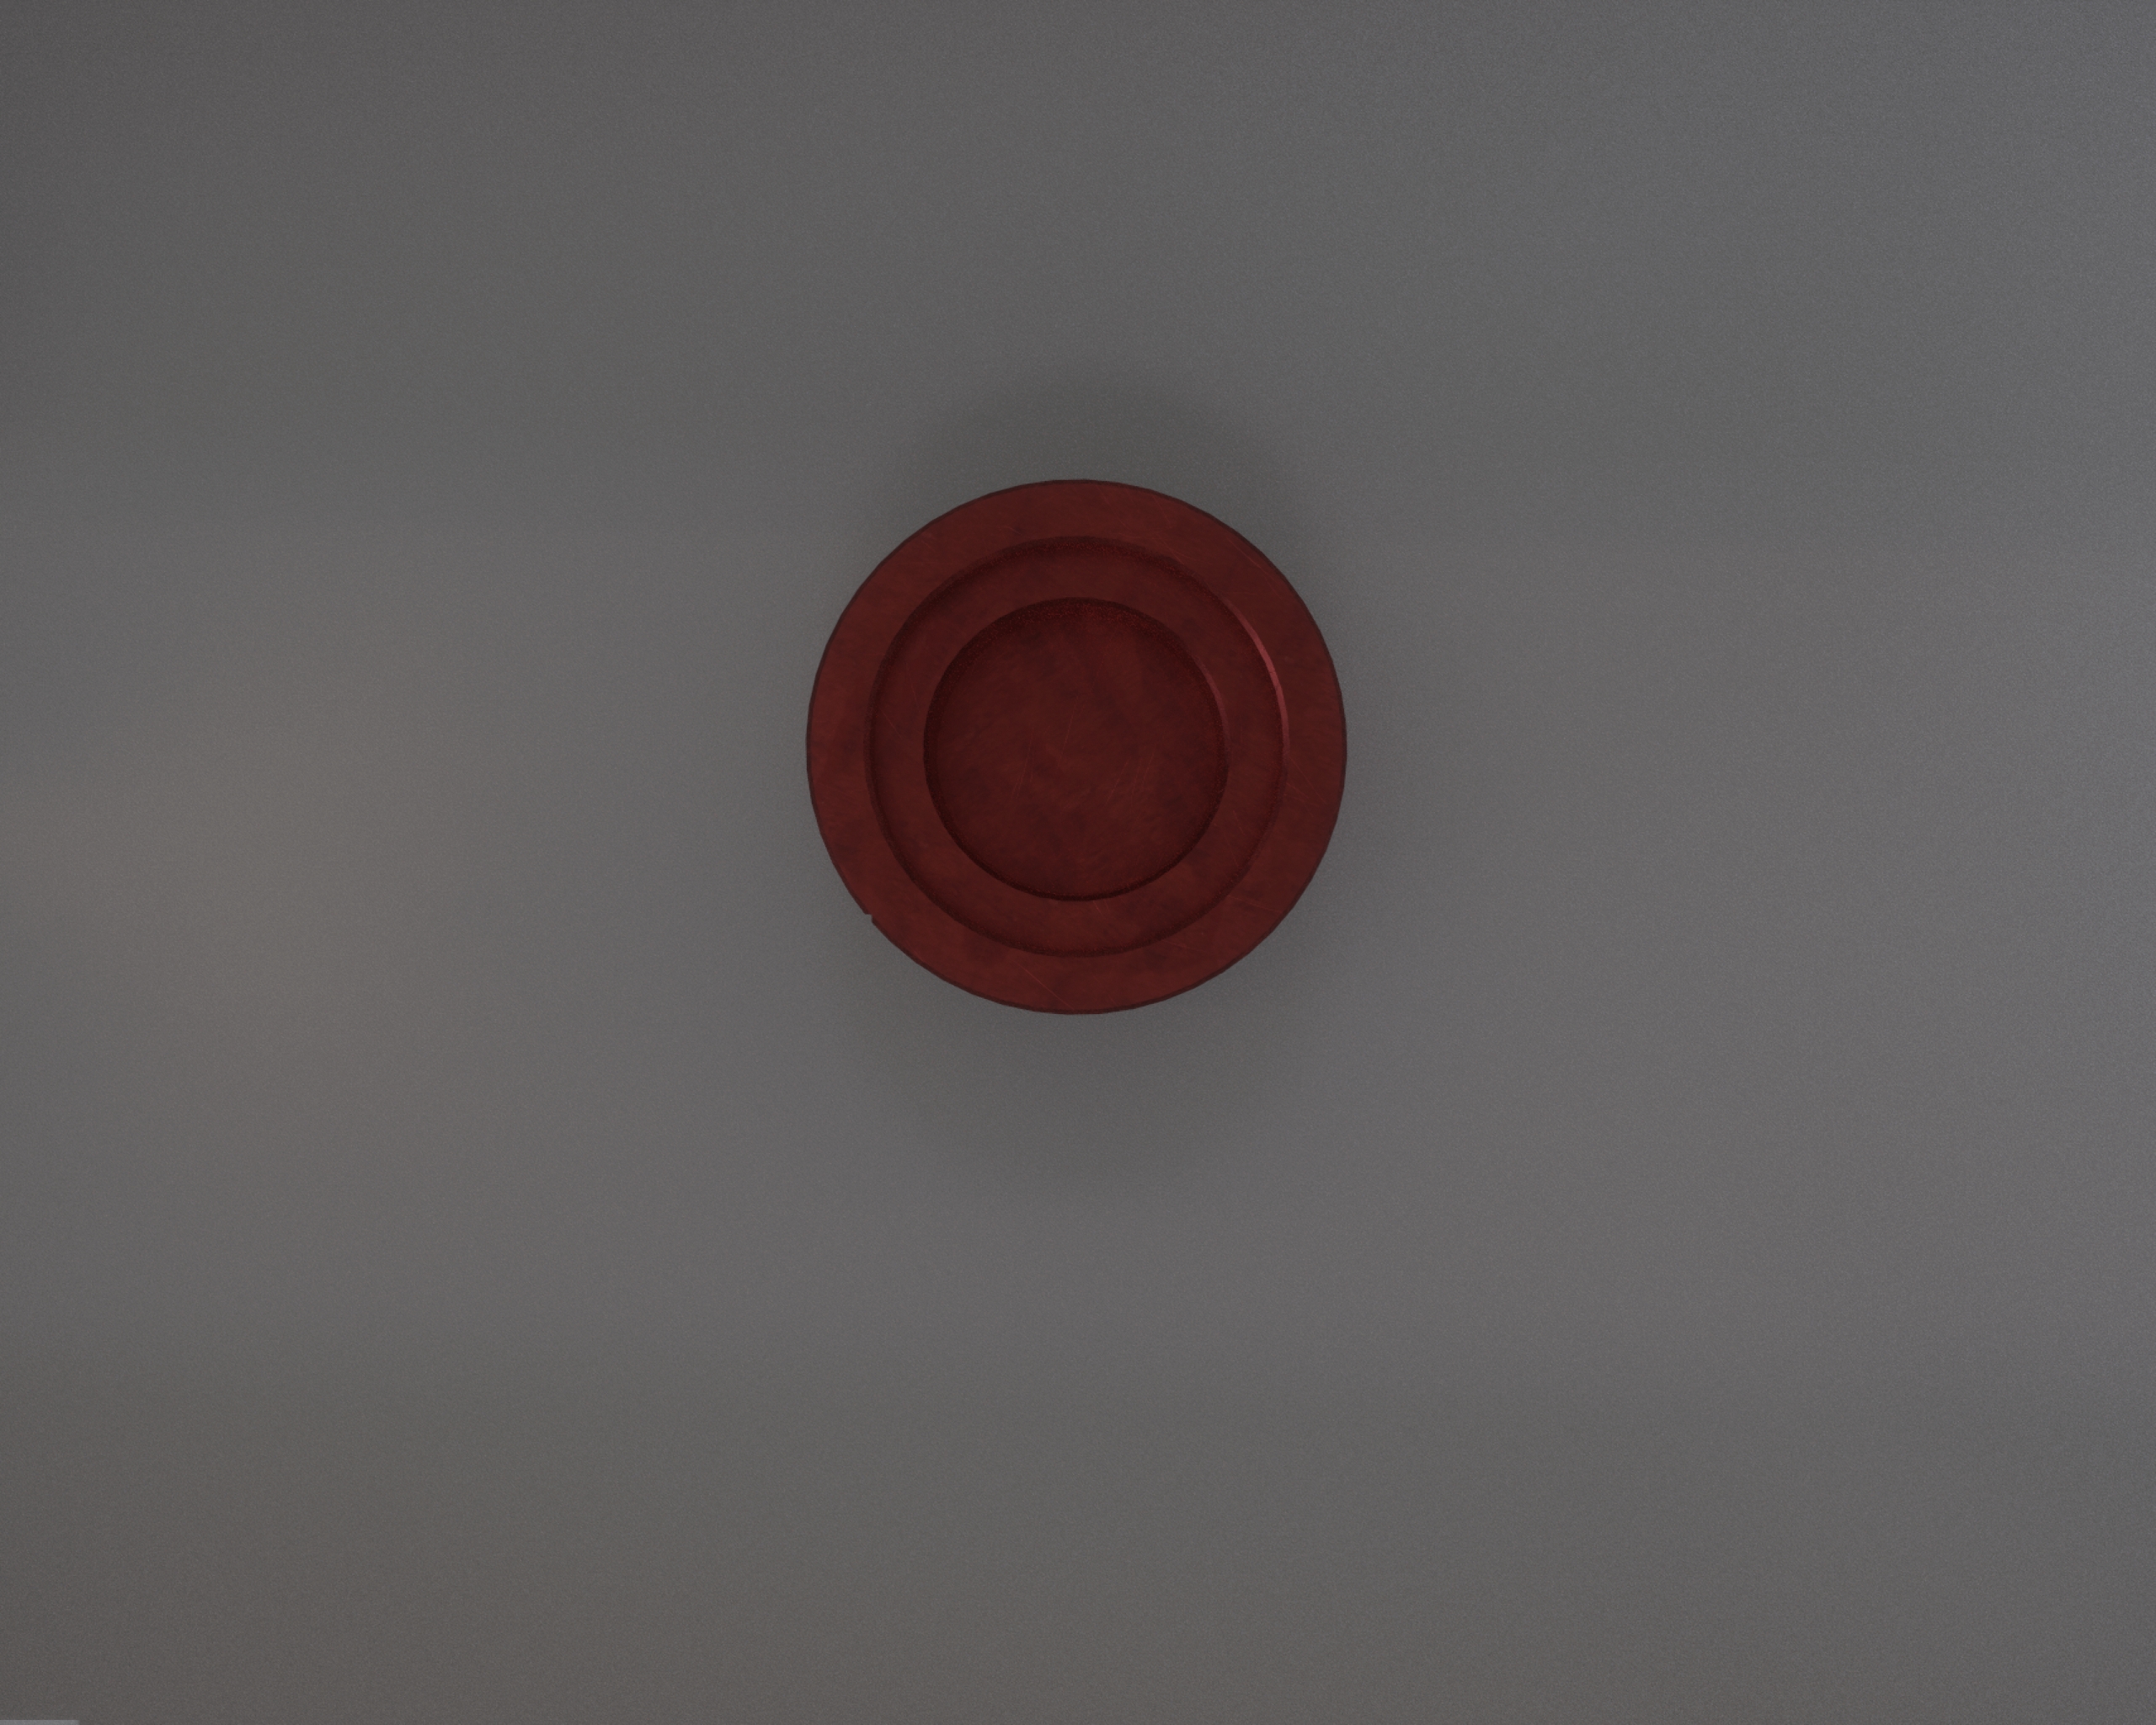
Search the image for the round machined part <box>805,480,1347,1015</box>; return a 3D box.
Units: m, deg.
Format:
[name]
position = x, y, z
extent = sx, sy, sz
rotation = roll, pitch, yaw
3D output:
[round machined part]
position = 0.000, -0.021, 0.400
extent = 0.099, 0.042, 0.097
rotation = 0, 90, 0
